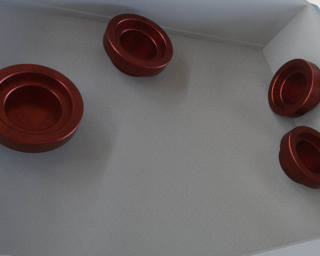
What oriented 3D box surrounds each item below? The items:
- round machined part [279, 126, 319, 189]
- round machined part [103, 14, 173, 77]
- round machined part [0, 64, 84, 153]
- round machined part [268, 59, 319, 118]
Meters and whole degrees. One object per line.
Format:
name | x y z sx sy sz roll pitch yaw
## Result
round machined part | 0.228 0.049 0.486 0.099 0.042 0.098 12 57 -19
round machined part | -0.034 -0.113 0.445 0.099 0.042 0.098 14 56 -21
round machined part | -0.136 -0.017 0.332 0.099 0.042 0.098 14 56 -21
round machined part | 0.233 -0.064 0.523 0.042 0.097 0.098 13 56 -21
